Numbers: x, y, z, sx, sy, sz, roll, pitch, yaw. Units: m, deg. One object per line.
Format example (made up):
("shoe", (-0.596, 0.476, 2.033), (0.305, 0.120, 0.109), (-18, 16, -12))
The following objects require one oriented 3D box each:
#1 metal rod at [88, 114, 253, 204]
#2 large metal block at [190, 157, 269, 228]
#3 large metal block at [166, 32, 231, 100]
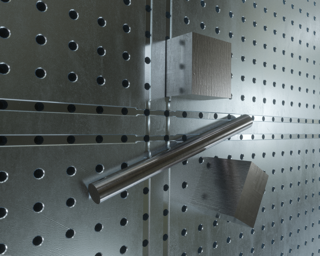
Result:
("metal rod", (0.037, 0.031, 0.440), (0.302, 0.025, 0.025), (-21, 104, -38))
("large metal block", (0.102, 0.093, 0.459), (0.050, 0.080, 0.080), (36, 68, -34))
("large metal block", (0.056, -0.083, 0.439), (0.081, 0.050, 0.080), (0, 90, -40))
